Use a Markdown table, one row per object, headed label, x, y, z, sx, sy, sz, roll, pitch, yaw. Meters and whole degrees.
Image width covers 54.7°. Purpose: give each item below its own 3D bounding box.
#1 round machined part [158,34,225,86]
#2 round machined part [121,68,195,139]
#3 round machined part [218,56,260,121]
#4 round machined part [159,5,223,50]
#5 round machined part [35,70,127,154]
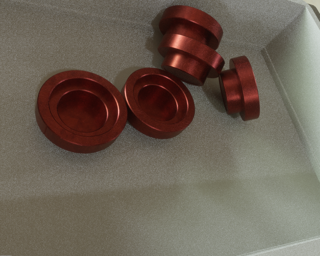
| label | x | y | z | sx | sy | sz | roll | pitch | yaw |
| --- | --- | --- | --- | --- | --- | --- | --- | --- | --- |
| round machined part | 0.040 | -0.094 | 0.453 | 0.098 | 0.098 | 0.042 | 25 | 89 | -13 |
| round machined part | -0.007 | -0.029 | 0.410 | 0.099 | 0.042 | 0.098 | 14 | 56 | -21 |
| round machined part | 0.117 | -0.057 | 0.472 | 0.042 | 0.098 | 0.098 | -13 | 62 | 7 |
| round machined part | 0.043 | -0.141 | 0.478 | 0.099 | 0.098 | 0.042 | 24 | 81 | -14 |
| round machined part | -0.091 | -0.015 | 0.356 | 0.099 | 0.042 | 0.098 | 14 | 56 | -21 |
